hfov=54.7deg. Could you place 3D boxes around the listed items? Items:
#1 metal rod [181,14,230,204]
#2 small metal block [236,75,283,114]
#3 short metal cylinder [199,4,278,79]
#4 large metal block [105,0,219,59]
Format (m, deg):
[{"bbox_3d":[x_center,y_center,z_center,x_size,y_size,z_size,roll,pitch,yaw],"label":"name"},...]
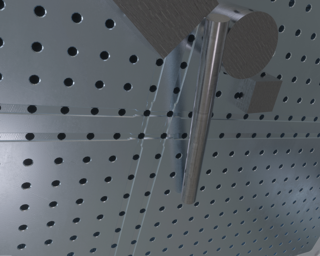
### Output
[{"bbox_3d":[0.053,0.001,0.414,0.025,0.025,0.298,-15,133,-20],"label":"metal rod"},{"bbox_3d":[0.147,-0.051,0.461,0.050,0.025,0.050,-6,121,-26],"label":"small metal block"},{"bbox_3d":[0.096,-0.107,0.382,0.081,0.050,0.079,-14,124,-21],"label":"short metal cylinder"},{"bbox_3d":[-0.001,-0.132,0.313,0.080,0.050,0.080,-45,129,3],"label":"large metal block"}]
